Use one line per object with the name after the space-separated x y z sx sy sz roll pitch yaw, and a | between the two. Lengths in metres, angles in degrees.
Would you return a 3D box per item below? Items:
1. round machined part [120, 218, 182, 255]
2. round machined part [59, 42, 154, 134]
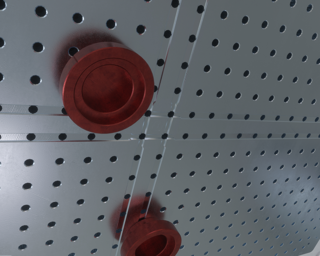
-0.018 0.186 0.505 0.099 0.042 0.097 -14 124 -21 | round machined part
-0.059 -0.046 0.339 0.099 0.042 0.097 -14 124 -21 | round machined part
